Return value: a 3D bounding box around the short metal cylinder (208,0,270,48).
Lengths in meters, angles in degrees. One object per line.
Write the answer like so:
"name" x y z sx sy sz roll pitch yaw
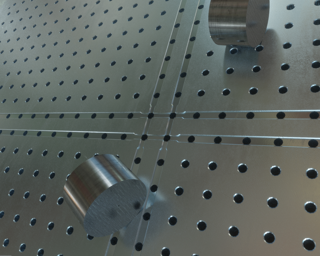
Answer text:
"short metal cylinder" 0.106 -0.149 0.409 0.050 0.080 0.080 15 69 34

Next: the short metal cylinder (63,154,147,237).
"short metal cylinder" -0.063 0.077 0.358 0.080 0.080 0.050 -48 51 -5
